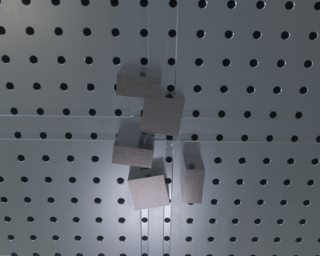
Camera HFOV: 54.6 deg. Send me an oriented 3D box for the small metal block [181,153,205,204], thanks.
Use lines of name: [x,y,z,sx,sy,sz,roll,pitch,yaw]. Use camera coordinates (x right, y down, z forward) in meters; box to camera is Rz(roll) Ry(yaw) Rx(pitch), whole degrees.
small metal block: [0.044,0.068,0.425,0.025,0.050,0.050,3,110,-1]

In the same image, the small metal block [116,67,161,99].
small metal block: [-0.025,-0.056,0.379,0.050,0.050,0.025,5,110,-2]

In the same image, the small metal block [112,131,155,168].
small metal block: [-0.034,0.027,0.410,0.050,0.050,0.025,8,110,-3]

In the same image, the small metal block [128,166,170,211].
small metal block: [-0.015,0.087,0.445,0.050,0.025,0.050,-10,110,3]

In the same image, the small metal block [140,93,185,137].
small metal block: [0.003,-0.020,0.406,0.050,0.025,0.050,9,110,-3]
